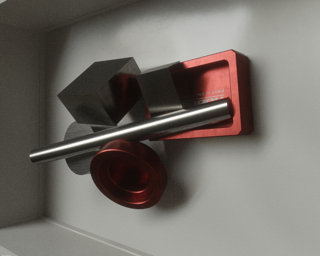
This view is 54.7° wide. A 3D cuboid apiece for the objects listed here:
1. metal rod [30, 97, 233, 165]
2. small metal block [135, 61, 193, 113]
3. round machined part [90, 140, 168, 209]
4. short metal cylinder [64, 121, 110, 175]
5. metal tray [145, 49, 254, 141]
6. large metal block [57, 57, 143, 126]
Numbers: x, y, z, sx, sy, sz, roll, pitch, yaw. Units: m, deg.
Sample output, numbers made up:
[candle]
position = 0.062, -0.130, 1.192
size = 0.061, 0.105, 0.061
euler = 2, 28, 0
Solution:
[metal rod]
position = -0.055, 0.011, 0.394
size = 0.300, 0.025, 0.025
euler = -14, 81, 27
[small metal block]
position = 0.005, -0.048, 0.371
size = 0.050, 0.025, 0.050
euler = -6, 112, 40
[round machined part]
position = -0.036, 0.055, 0.401
size = 0.098, 0.042, 0.097
euler = 11, 126, 16
[short metal cylinder]
position = -0.101, 0.028, 0.468
size = 0.080, 0.050, 0.079
euler = 0, 90, 39
[metal tray]
position = 0.040, -0.032, 0.366
size = 0.130, 0.030, 0.089
euler = -6, 86, 39
[large metal block]
position = -0.075, -0.049, 0.419
size = 0.080, 0.080, 0.050
euler = 4, 135, 40
